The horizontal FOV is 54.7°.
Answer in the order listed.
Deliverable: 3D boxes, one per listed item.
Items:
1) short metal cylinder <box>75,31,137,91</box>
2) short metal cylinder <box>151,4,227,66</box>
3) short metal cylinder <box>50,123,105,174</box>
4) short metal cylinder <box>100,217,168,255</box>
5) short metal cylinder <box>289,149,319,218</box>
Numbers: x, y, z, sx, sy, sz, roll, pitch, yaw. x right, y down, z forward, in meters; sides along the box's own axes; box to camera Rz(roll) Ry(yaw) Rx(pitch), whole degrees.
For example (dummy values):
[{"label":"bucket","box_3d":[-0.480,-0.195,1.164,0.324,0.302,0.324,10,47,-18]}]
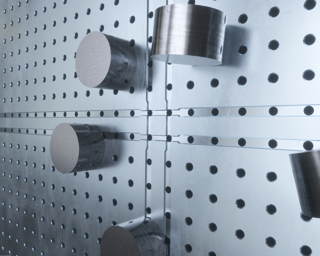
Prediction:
[{"label":"short metal cylinder","box_3d":[-0.081,-0.097,0.460,0.080,0.050,0.079,0,90,40]},{"label":"short metal cylinder","box_3d":[0.032,-0.101,0.347,0.080,0.081,0.050,10,96,39]},{"label":"short metal cylinder","box_3d":[-0.135,0.031,0.505,0.080,0.050,0.079,0,90,40]},{"label":"short metal cylinder","box_3d":[-0.036,0.168,0.423,0.080,0.050,0.079,0,90,40]},{"label":"short metal cylinder","box_3d":[0.151,0.039,0.249,0.080,0.081,0.050,-16,80,39]}]
